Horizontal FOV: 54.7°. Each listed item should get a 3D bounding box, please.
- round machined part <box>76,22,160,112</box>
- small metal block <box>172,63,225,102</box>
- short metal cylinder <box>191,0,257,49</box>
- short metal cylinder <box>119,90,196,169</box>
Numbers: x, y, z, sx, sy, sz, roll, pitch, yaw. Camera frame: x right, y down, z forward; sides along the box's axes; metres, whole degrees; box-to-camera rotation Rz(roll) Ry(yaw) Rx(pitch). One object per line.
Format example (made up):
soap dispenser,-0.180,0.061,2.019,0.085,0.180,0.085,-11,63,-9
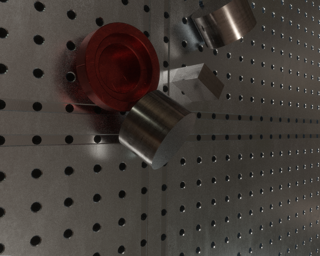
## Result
round machined part,-0.051,-0.067,0.357,0.099,0.042,0.097,0,90,-40
small metal block,0.054,-0.063,0.440,0.050,0.050,0.025,38,67,-34
short metal cylinder,0.093,-0.160,0.454,0.080,0.080,0.050,-49,120,-29
short metal cylinder,-0.002,0.002,0.367,0.080,0.050,0.080,-46,159,-22
